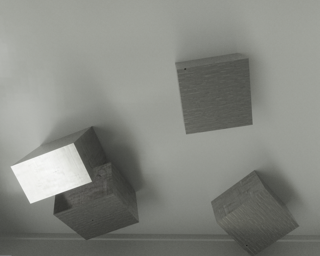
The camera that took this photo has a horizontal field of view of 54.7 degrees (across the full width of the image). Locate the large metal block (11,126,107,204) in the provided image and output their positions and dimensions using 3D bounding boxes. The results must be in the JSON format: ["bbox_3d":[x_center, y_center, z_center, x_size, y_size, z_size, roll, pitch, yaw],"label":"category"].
[{"bbox_3d":[-0.123,0.043,0.394,0.080,0.080,0.050,-20,102,7],"label":"large metal block"}]

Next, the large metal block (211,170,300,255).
[{"bbox_3d":[0.133,0.122,0.444,0.080,0.050,0.080,-40,106,13],"label":"large metal block"}]

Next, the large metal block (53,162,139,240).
[{"bbox_3d":[-0.083,0.101,0.419,0.080,0.050,0.080,-21,134,7],"label":"large metal block"}]

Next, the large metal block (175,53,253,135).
[{"bbox_3d":[0.065,-0.043,0.382,0.080,0.050,0.079,-9,110,3],"label":"large metal block"}]
